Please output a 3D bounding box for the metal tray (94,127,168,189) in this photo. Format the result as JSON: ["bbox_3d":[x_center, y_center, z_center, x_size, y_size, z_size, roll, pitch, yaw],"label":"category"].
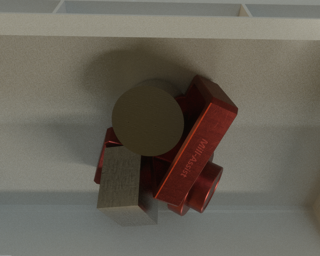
[{"bbox_3d":[-0.022,0.054,0.448,0.131,0.030,0.089,13,129,-12],"label":"metal tray"}]

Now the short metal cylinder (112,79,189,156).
[{"bbox_3d":[-0.009,-0.014,0.359,0.080,0.050,0.079,3,107,10],"label":"short metal cylinder"}]

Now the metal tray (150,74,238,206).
[{"bbox_3d":[0.031,0.012,0.355,0.030,0.090,0.129,23,111,-15],"label":"metal tray"}]

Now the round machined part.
[{"bbox_3d":[0.053,0.076,0.420,0.042,0.098,0.097,25,133,19],"label":"round machined part"}]

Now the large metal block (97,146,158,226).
[{"bbox_3d":[-0.037,0.077,0.406,0.050,0.080,0.080,-7,146,14],"label":"large metal block"}]
